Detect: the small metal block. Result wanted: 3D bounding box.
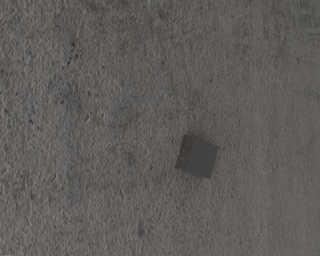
[{"bbox_3d":[0.054,0.042,0.449,0.050,0.025,0.050,27,73,-37],"label":"small metal block"}]
